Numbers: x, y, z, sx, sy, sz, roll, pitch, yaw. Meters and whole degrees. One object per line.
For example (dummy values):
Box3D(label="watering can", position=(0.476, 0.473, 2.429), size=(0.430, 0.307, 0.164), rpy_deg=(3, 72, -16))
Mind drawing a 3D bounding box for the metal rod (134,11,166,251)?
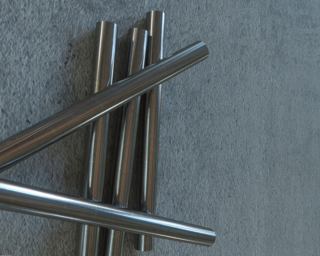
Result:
Box3D(label="metal rod", position=(-0.013, 0.002, 0.395), size=(0.025, 0.025, 0.298), rpy_deg=(5, 87, -40))

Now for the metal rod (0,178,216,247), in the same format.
Box3D(label="metal rod", position=(-0.041, 0.100, 0.338), size=(0.301, 0.025, 0.025), rpy_deg=(26, 74, -37))

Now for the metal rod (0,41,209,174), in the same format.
Box3D(label="metal rod", position=(-0.063, -0.024, 0.321), size=(0.302, 0.025, 0.025), rpy_deg=(-32, 111, -25))

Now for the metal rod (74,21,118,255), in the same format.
Box3D(label="metal rod", position=(-0.072, 0.031, 0.345), size=(0.025, 0.025, 0.298), rpy_deg=(8, 85, -40))

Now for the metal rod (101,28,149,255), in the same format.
Box3D(label="metal rod", position=(-0.043, 0.029, 0.370), size=(0.025, 0.025, 0.298), rpy_deg=(11, 83, -40))
